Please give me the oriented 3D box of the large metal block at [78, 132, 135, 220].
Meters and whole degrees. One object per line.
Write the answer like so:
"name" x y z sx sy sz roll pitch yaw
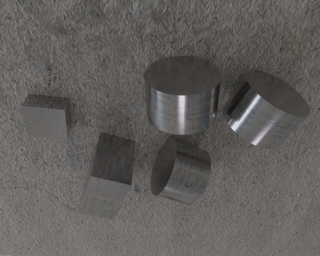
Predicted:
"large metal block" -0.073 0.066 0.427 0.050 0.080 0.079 16 128 -13

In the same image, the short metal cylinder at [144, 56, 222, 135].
"short metal cylinder" 0.024 -0.038 0.339 0.080 0.080 0.050 -1 130 1

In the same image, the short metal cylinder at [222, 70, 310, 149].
"short metal cylinder" 0.119 -0.022 0.354 0.081 0.080 0.050 18 128 -15

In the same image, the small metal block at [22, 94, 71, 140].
"small metal block" -0.142 -0.013 0.394 0.050 0.025 0.050 6 130 -5

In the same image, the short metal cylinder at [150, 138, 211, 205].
"short metal cylinder" 0.026 0.059 0.422 0.050 0.080 0.079 20 127 -16
